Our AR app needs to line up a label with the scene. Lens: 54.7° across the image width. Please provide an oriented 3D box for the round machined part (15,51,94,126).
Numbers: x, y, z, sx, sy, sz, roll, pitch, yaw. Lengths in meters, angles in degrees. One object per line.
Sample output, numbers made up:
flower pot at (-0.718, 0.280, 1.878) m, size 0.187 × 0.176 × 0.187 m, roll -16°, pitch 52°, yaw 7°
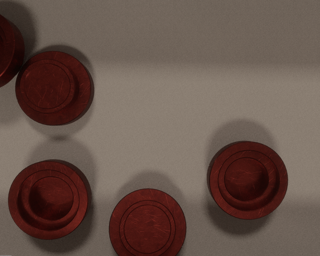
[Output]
round machined part at (-0.139, -0.052, 0.401) m, size 0.099 × 0.042 × 0.097 m, roll 0°, pitch 90°, yaw -1°

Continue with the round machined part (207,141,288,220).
round machined part at (0.110, 0.065, 0.404) m, size 0.099 × 0.042 × 0.097 m, roll 0°, pitch 90°, yaw -1°

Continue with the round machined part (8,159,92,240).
round machined part at (-0.138, 0.089, 0.401) m, size 0.099 × 0.042 × 0.097 m, roll 0°, pitch 90°, yaw -1°

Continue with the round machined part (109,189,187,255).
round machined part at (-0.015, 0.126, 0.392) m, size 0.099 × 0.042 × 0.098 m, roll 0°, pitch 76°, yaw -2°

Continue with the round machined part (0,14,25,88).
round machined part at (-0.216, -0.095, 0.394) m, size 0.098 × 0.042 × 0.097 m, roll -1°, pitch 84°, yaw 9°
